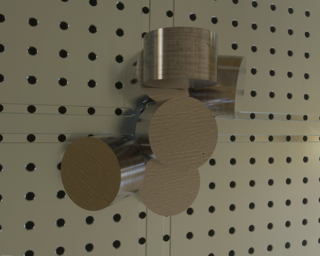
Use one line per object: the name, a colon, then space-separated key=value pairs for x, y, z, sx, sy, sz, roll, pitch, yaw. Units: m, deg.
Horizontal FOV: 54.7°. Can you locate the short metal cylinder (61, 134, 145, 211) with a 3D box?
short metal cylinder: x=-0.064 y=0.048 z=0.354 sx=0.050 sy=0.080 sz=0.079 roll=-4 pitch=92 yaw=-64

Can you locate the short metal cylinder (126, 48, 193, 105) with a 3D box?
short metal cylinder: x=0.002 y=-0.069 z=0.399 sx=0.081 sy=0.050 sz=0.079 roll=0 pitch=91 yaw=-20

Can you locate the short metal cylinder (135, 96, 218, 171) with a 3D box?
short metal cylinder: x=0.018 y=0.006 z=0.352 sx=0.081 sy=0.050 sz=0.079 roll=0 pitch=90 yaw=-20

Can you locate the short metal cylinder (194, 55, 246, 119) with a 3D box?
short metal cylinder: x=0.080 y=-0.055 z=0.405 sx=0.050 sy=0.080 sz=0.080 roll=9 pitch=86 yaw=21

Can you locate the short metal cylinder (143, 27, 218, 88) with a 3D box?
short metal cylinder: x=0.022 y=-0.073 z=0.337 sx=0.081 sy=0.080 sz=0.050 roll=0 pitch=90 yaw=-20

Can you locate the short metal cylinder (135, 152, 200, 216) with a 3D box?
short metal cylinder: x=0.004 y=0.067 z=0.400 sx=0.081 sy=0.050 sz=0.079 roll=0 pitch=91 yaw=-20
